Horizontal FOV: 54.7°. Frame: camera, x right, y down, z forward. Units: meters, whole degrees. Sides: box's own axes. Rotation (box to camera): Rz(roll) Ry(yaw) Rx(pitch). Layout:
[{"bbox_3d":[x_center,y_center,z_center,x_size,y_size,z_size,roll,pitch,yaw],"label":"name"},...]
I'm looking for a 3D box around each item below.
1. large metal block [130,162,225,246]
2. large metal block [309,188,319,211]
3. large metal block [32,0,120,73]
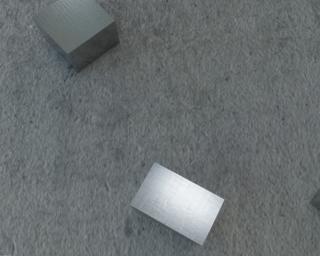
[{"bbox_3d":[0.017,0.088,0.347,0.080,0.080,0.050,27,72,9],"label":"large metal block"},{"bbox_3d":[0.245,0.082,0.368,0.080,0.050,0.080,40,74,13],"label":"large metal block"},{"bbox_3d":[-0.118,-0.140,0.445,0.080,0.050,0.080,-41,75,-14],"label":"large metal block"}]
